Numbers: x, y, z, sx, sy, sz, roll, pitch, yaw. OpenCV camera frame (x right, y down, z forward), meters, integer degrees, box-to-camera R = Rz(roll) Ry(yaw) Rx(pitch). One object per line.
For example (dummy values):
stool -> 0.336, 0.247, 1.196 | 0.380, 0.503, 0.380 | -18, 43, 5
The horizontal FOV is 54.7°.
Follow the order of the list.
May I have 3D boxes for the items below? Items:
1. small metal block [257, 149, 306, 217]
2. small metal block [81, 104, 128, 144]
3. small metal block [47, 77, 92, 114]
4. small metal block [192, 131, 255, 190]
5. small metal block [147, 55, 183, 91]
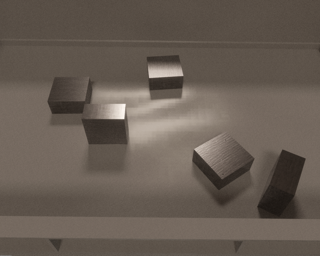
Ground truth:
small metal block -> 0.133, 0.061, 0.340 | 0.025, 0.050, 0.050 | 23, 54, 18
small metal block -> -0.067, -0.004, 0.392 | 0.050, 0.050, 0.025 | 0, 50, -1
small metal block -> -0.127, -0.047, 0.443 | 0.050, 0.025, 0.050 | -1, 50, -1
small metal block -> 0.075, 0.038, 0.374 | 0.050, 0.025, 0.050 | -27, 56, -22
small metal block -> 0.007, -0.086, 0.477 | 0.050, 0.025, 0.050 | -4, 50, -4
